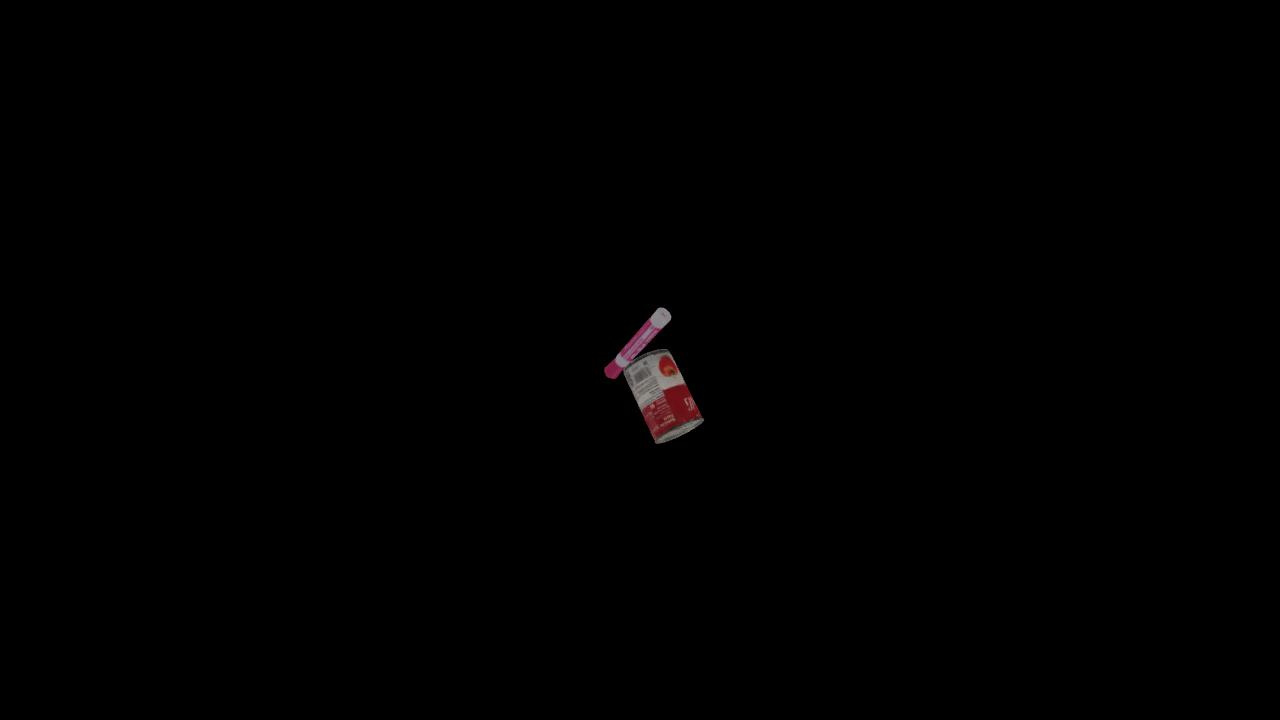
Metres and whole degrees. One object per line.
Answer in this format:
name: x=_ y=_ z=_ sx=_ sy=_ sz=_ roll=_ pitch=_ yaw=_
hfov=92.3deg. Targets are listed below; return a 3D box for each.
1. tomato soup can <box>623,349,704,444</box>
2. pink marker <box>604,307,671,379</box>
tomato soup can: x=0.028 y=0.045 z=0.769 sx=0.068 sy=0.101 sz=0.068 roll=-24 pitch=-17 yaw=-8
pink marker: x=-0.006 y=-0.016 z=0.704 sx=0.020 sy=0.020 sz=0.121 roll=0 pitch=-35 yaw=-41
